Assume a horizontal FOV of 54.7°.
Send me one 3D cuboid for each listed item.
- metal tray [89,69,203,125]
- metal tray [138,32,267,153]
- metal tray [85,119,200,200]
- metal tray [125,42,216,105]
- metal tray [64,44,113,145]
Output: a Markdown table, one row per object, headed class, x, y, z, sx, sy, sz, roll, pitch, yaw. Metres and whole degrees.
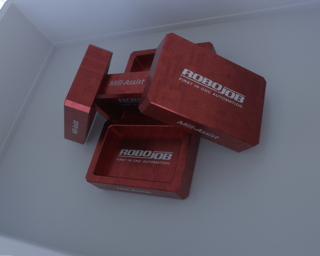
| class | x | y | z | sx | sy | sz | roll | pitch | yaw |
| --- | --- | --- | --- | --- | --- | --- | --- | --- | --- |
| metal tray | -0.020 | -0.032 | 0.392 | 0.130 | 0.090 | 0.030 | 1 | 62 | 28 |
| metal tray | 0.051 | -0.037 | 0.341 | 0.030 | 0.131 | 0.090 | -40 | 31 | 61 |
| metal tray | -0.022 | 0.035 | 0.388 | 0.130 | 0.030 | 0.090 | 1 | 62 | 28 |
| metal tray | 0.010 | -0.071 | 0.439 | 0.130 | 0.030 | 0.090 | 0 | 62 | 27 |
| metal tray | -0.100 | -0.040 | 0.422 | 0.030 | 0.129 | 0.090 | 19 | 65 | -9 |
